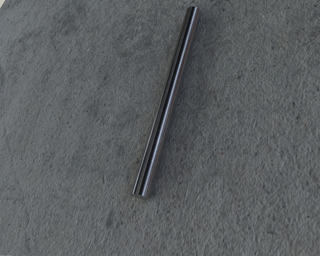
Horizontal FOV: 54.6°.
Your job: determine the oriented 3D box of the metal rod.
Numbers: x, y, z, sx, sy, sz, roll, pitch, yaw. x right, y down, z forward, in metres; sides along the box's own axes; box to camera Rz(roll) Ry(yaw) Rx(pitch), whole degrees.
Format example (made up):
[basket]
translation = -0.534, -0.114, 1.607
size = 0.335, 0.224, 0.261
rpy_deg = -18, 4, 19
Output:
[metal rod]
translation = 0.015, -0.050, 0.427
size = 0.025, 0.025, 0.300
rpy_deg = 2, 62, 29
